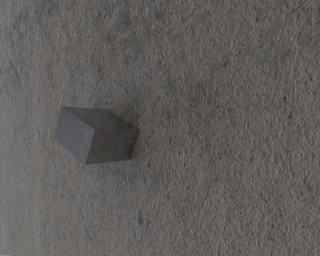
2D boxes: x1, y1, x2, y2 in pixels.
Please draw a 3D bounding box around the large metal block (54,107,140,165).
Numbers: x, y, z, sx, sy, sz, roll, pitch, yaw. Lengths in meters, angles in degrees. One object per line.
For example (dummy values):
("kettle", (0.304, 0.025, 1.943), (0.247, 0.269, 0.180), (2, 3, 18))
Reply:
("large metal block", (-0.091, 0.009, 0.446), (0.080, 0.081, 0.050), (30, 109, 36))
